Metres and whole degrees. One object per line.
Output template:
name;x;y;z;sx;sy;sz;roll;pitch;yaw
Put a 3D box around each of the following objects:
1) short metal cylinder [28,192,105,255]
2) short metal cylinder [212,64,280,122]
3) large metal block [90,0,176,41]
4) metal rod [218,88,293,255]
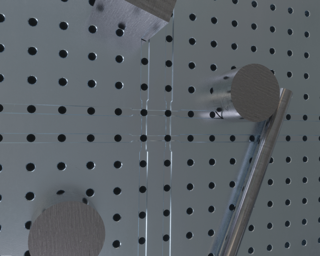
short metal cylinder;-0.108;0.119;0.360;0.081;0.050;0.079;0;90;-20
short metal cylinder;0.122;-0.048;0.445;0.081;0.050;0.079;0;90;-20
large metal block;-0.032;-0.154;0.372;0.080;0.080;0.050;21;83;-19
metal rod;0.140;0.080;0.464;0.025;0.025;0.299;25;82;-19
